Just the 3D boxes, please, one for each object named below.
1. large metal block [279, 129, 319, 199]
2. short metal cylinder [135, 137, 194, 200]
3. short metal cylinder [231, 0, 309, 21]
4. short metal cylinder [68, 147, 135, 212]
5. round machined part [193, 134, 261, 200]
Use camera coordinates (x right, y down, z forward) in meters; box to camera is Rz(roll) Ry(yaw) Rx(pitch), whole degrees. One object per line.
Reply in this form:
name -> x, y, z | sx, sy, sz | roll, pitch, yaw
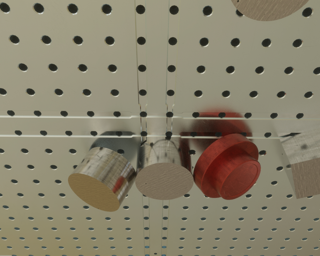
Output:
large metal block -> 0.223, 0.049, 0.439 | 0.080, 0.050, 0.080 | -17, 128, 13
short metal cylinder -> 0.006, 0.059, 0.445 | 0.081, 0.050, 0.079 | 0, 130, 0
short metal cylinder -> 0.096, -0.143, 0.274 | 0.081, 0.050, 0.079 | 0, 130, 0
short metal cylinder -> -0.081, 0.073, 0.438 | 0.080, 0.050, 0.079 | 16, 137, 16
round machined part -> 0.098, 0.060, 0.426 | 0.099, 0.042, 0.097 | -17, 129, -23
